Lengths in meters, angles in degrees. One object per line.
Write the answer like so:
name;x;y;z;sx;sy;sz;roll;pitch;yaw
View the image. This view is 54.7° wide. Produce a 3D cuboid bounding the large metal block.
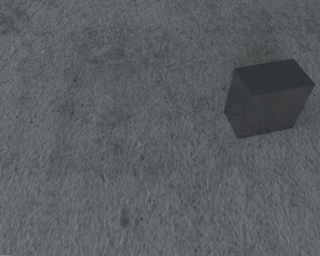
large metal block;0.136;-0.036;0.400;0.081;0.080;0.050;-11;51;-10
